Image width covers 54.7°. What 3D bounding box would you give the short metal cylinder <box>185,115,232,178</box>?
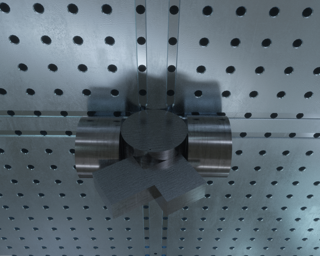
[{"bbox_3d":[0.058,0.024,0.395,0.050,0.080,0.079,1,130,0],"label":"short metal cylinder"}]

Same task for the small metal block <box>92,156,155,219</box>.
[{"bbox_3d":[-0.040,0.064,0.343,0.050,0.050,0.025,-21,135,-24],"label":"small metal block"}]

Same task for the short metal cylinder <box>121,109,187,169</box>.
[{"bbox_3d":[-0.007,0.020,0.392,0.081,0.080,0.050,1,130,-1],"label":"short metal cylinder"}]

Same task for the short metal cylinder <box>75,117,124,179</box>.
[{"bbox_3d":[-0.073,0.025,0.395,0.050,0.080,0.079,1,130,-1],"label":"short metal cylinder"}]

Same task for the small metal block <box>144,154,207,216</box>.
[{"bbox_3d":[0.016,0.062,0.347,0.050,0.050,0.025,-20,135,-24],"label":"small metal block"}]
